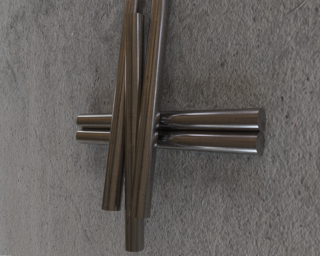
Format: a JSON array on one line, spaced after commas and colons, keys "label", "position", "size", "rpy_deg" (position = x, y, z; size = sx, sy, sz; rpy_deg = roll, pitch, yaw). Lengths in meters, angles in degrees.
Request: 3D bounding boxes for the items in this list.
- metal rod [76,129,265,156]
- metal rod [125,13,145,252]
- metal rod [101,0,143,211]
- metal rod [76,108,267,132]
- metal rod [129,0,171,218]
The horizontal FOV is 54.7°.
[{"label": "metal rod", "position": [-0.012, 0.015, 0.415], "size": [0.300, 0.025, 0.025], "rpy_deg": [1, 91, 39]}, {"label": "metal rod", "position": [-0.032, 0.005, 0.398], "size": [0.025, 0.025, 0.298], "rpy_deg": [0, 90, 39]}, {"label": "metal rod", "position": [-0.049, -0.042, 0.417], "size": [0.025, 0.025, 0.298], "rpy_deg": [0, 82, 39]}, {"label": "metal rod", "position": [-0.011, -0.010, 0.414], "size": [0.300, 0.025, 0.025], "rpy_deg": [1, 91, 39]}, {"label": "metal rod", "position": [-0.010, -0.042, 0.385], "size": [0.025, 0.025, 0.298], "rpy_deg": [0, 82, 39]}]
